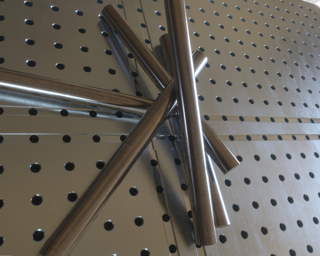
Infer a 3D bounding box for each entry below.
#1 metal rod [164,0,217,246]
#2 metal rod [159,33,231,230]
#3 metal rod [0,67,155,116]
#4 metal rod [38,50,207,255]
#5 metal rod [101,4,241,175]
[{"bbox_3d":[0.035,-0.016,0.367,0.025,0.025,0.299,-5,86,-31],"label":"metal rod"},{"bbox_3d":[0.042,-0.012,0.437,0.025,0.025,0.299,1,61,-28],"label":"metal rod"},{"bbox_3d":[-0.130,-0.047,0.366,0.302,0.025,0.025,10,58,-23],"label":"metal rod"},{"bbox_3d":[-0.023,0.012,0.353,0.025,0.025,0.301,37,62,-3],"label":"metal rod"},{"bbox_3d":[0.005,-0.064,0.429,0.025,0.025,0.299,-22,68,-36],"label":"metal rod"}]
